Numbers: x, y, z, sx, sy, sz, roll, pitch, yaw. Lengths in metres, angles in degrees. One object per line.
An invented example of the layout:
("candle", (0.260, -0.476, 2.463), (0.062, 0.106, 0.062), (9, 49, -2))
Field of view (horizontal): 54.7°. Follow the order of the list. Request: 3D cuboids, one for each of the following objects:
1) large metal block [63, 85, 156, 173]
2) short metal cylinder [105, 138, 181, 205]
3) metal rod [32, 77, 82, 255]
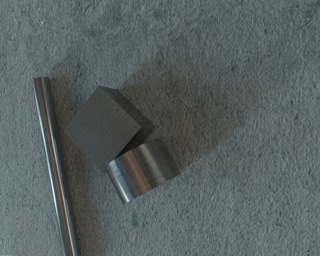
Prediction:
("large metal block", (-0.067, 0.001, 0.419), (0.080, 0.050, 0.080), (44, 104, 14))
("short metal cylinder", (-0.021, 0.054, 0.387), (0.080, 0.080, 0.050), (-31, 80, 17))
("metal rod", (-0.152, 0.071, 0.462), (0.025, 0.025, 0.298), (-13, 86, 19))
